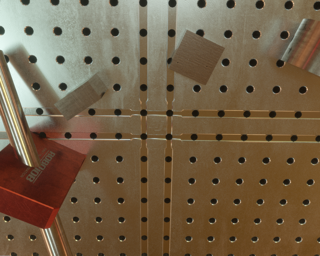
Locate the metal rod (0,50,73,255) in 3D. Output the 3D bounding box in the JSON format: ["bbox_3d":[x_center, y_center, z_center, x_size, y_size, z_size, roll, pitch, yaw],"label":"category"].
[{"bbox_3d":[-0.153,0.053,0.371,0.025,0.025,0.298,-18,92,6],"label":"metal rod"}]

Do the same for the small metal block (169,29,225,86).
[{"bbox_3d":[0.044,-0.087,0.381,0.050,0.025,0.050,23,108,-9],"label":"small metal block"}]

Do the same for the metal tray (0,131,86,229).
[{"bbox_3d":[-0.152,0.055,0.376,0.090,0.130,0.030,26,108,-9],"label":"metal tray"}]

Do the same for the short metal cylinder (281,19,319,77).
[{"bbox_3d":[0.188,-0.085,0.354,0.080,0.080,0.050,22,109,-8],"label":"short metal cylinder"}]

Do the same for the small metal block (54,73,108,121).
[{"bbox_3d":[-0.096,-0.040,0.384,0.050,0.050,0.025,-32,107,11],"label":"small metal block"}]
